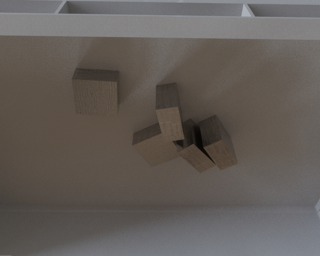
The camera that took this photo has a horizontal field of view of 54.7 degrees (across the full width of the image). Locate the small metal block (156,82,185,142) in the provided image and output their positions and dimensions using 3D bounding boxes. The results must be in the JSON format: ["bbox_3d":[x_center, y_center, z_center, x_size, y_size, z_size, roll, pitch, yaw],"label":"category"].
[{"bbox_3d":[0.012,-0.019,0.376,0.025,0.050,0.050,-9,130,7],"label":"small metal block"}]

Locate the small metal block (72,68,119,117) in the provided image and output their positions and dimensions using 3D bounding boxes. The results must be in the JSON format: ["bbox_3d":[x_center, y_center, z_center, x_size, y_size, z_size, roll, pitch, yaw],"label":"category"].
[{"bbox_3d":[-0.075,-0.042,0.372,0.050,0.025,0.050,3,130,-3],"label":"small metal block"}]

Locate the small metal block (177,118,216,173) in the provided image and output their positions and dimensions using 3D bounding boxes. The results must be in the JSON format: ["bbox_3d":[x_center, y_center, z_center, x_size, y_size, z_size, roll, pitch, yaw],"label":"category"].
[{"bbox_3d":[0.047,0.024,0.413,0.025,0.050,0.050,-33,123,25],"label":"small metal block"}]

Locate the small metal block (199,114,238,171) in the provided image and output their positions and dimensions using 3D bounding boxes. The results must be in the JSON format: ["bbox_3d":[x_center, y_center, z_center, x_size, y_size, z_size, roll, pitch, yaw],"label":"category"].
[{"bbox_3d":[0.077,0.019,0.409,0.025,0.050,0.050,-25,126,19],"label":"small metal block"}]

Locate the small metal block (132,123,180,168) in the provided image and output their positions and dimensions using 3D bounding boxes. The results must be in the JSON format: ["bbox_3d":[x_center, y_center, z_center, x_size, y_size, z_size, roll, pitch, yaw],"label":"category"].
[{"bbox_3d":[-0.003,0.023,0.428,0.050,0.025,0.050,-23,127,18],"label":"small metal block"}]
